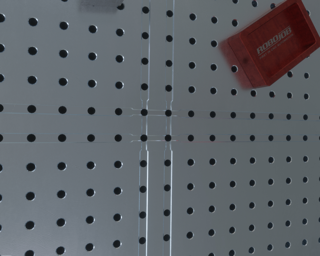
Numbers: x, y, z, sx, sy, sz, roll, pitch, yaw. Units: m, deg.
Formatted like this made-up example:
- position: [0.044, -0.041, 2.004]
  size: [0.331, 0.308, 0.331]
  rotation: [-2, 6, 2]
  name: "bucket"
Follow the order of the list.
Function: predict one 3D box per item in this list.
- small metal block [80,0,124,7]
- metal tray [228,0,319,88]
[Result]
- position: [-0.074, -0.181, 0.385]
  size: [0.050, 0.025, 0.050]
  rotation: [-5, 92, -20]
  name: "small metal block"
- position: [0.179, -0.132, 0.475]
  size: [0.131, 0.030, 0.090]
  rotation: [-36, 102, -16]
  name: "metal tray"
